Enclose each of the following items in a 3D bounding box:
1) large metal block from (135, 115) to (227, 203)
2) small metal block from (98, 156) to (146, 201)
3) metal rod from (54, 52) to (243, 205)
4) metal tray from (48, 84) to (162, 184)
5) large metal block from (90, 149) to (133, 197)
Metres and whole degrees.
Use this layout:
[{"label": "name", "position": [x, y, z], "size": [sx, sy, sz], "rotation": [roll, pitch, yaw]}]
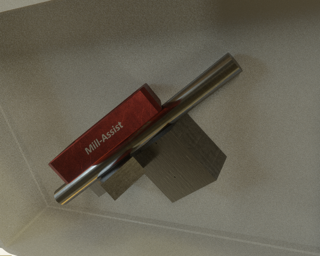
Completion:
[{"label": "large metal block", "position": [0.025, 0.039, 0.401], "size": [0.080, 0.050, 0.080], "rotation": [47, 129, -6]}, {"label": "small metal block", "position": [-0.049, 0.061, 0.390], "size": [0.025, 0.050, 0.050], "rotation": [50, 165, -7]}, {"label": "metal rod", "position": [-0.031, 0.014, 0.382], "size": [0.299, 0.025, 0.025], "rotation": [-37, 98, 23]}, {"label": "metal tray", "position": [-0.058, 0.002, 0.360], "size": [0.130, 0.090, 0.030], "rotation": [-38, 99, 6]}, {"label": "large metal block", "position": [-0.084, 0.044, 0.458], "size": [0.080, 0.050, 0.080], "rotation": [47, 129, -6]}]
